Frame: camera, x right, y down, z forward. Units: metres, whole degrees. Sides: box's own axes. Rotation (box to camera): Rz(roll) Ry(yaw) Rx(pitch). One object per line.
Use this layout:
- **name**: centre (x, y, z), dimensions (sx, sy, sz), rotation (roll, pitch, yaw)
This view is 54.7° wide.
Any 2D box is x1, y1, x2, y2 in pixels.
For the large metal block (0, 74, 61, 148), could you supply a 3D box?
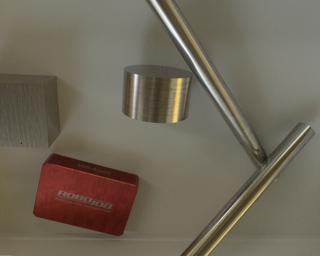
- **large metal block**: centre (-0.175, -0.023, 0.387), dimensions (0.081, 0.050, 0.079), rotation (2, 110, -1)

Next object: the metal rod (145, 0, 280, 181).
- **metal rod**: centre (0.074, -0.037, 0.373), dimensions (0.025, 0.025, 0.300), rotation (-33, 117, 11)

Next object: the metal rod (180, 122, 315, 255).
- **metal rod**: centre (0.089, 0.107, 0.386), dimensions (0.300, 0.025, 0.025), rotation (-45, 106, -9)

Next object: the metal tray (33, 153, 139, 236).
- **metal tray**: centre (-0.105, 0.097, 0.443), dimensions (0.131, 0.030, 0.089), rotation (16, 109, -7)

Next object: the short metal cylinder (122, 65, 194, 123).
- **short metal cylinder**: centre (-0.004, -0.043, 0.366), dimensions (0.081, 0.080, 0.050), rotation (5, 110, -2)
